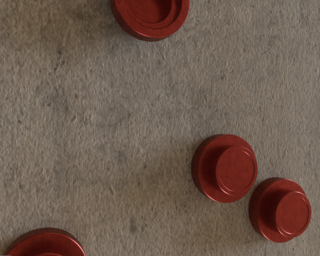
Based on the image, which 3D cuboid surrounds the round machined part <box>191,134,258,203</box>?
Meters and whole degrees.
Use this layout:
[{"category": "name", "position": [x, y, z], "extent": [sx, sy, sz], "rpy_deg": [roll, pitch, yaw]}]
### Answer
[{"category": "round machined part", "position": [0.097, 0.058, 0.438], "extent": [0.099, 0.042, 0.097], "rpy_deg": [0, 90, -21]}]

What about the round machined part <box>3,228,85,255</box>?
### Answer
[{"category": "round machined part", "position": [-0.132, 0.168, 0.352], "extent": [0.099, 0.042, 0.097], "rpy_deg": [0, 90, -21]}]

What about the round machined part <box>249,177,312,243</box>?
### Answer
[{"category": "round machined part", "position": [0.189, 0.127, 0.472], "extent": [0.099, 0.042, 0.097], "rpy_deg": [0, 90, -21]}]

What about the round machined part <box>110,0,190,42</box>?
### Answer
[{"category": "round machined part", "position": [-0.016, -0.159, 0.395], "extent": [0.099, 0.042, 0.097], "rpy_deg": [0, 90, -21]}]
